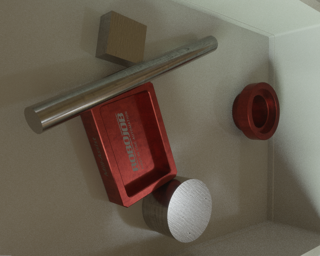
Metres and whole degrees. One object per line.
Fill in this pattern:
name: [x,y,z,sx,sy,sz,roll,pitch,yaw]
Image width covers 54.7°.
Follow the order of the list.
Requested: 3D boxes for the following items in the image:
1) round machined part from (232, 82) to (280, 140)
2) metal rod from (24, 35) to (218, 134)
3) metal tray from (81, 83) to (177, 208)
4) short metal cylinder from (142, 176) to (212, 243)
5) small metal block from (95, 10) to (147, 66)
round machined part: [0.162,-0.028,0.535,0.099,0.042,0.097,0,90,-40]
metal rod: [-0.015,-0.067,0.364,0.302,0.025,0.025,-34,111,-43]
metal tray: [-0.035,0.017,0.375,0.091,0.030,0.129,-26,107,-37]
short metal cylinder: [0.023,0.105,0.412,0.081,0.050,0.079,0,90,-40]
small metal block: [-0.046,-0.104,0.370,0.050,0.025,0.050,10,83,-40]
